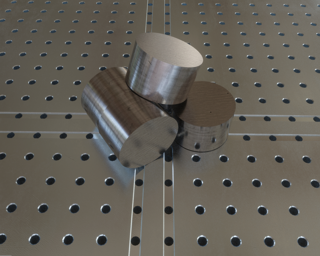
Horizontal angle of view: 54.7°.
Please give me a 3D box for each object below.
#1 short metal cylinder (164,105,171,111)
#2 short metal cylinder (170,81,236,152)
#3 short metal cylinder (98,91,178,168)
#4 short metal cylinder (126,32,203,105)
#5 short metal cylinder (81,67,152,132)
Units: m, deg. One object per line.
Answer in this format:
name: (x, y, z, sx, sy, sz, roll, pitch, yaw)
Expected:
short metal cylinder: (0.009, -0.067, 0.447, 0.081, 0.050, 0.080, 0, 50, 0)
short metal cylinder: (0.054, -0.016, 0.404, 0.081, 0.050, 0.080, 0, 50, 0)
short metal cylinder: (-0.026, 0.002, 0.370, 0.081, 0.080, 0.050, -27, 56, -21)
short metal cylinder: (0.004, -0.072, 0.368, 0.081, 0.050, 0.080, 14, 36, -10)
short metal cylinder: (-0.053, -0.031, 0.397, 0.081, 0.080, 0.050, -27, 56, -21)
